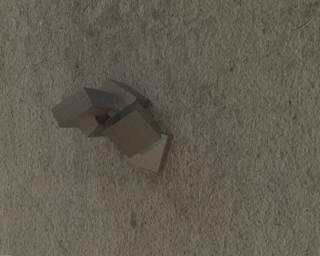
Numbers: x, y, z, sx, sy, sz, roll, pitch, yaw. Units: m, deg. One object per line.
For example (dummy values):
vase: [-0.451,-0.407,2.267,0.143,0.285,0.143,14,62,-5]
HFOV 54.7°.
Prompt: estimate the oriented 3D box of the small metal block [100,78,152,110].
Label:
small metal block: [-0.046,-0.040,0.412,0.050,0.050,0.025,34,101,16]

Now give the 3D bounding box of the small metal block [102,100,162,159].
small metal block: [-0.033,0.002,0.381,0.050,0.025,0.050,-33,117,17]

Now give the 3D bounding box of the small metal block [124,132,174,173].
small metal block: [-0.015,0.027,0.415,0.050,0.025,0.050,17,96,18]

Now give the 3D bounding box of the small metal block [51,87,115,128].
small metal block: [-0.092,-0.023,0.375,0.050,0.050,0.025,-31,80,17]

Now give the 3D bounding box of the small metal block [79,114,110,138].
small metal block: [-0.095,-0.014,0.429,0.025,0.050,0.050,-47,76,14]
